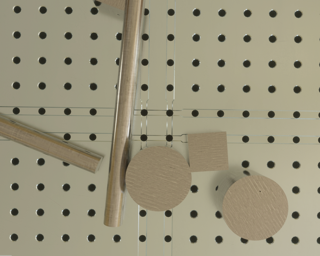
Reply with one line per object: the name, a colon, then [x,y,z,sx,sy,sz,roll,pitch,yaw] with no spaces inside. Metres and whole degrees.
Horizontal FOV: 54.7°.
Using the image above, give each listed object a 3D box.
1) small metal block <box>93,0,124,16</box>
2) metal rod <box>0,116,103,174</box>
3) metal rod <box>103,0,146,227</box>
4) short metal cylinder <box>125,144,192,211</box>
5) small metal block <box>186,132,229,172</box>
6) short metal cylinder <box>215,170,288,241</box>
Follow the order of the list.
small metal block: [-0.056,-0.182,0.413,0.050,0.025,0.050,21,90,0]
metal rod: [-0.221,-0.006,0.411,0.301,0.025,0.025,22,90,0]
metal rod: [-0.046,-0.021,0.400,0.025,0.025,0.298,6,95,0]
short metal cylinder: [-0.002,0.061,0.401,0.081,0.050,0.079,0,90,0]
small metal block: [0.063,0.031,0.414,0.050,0.025,0.050,-4,90,0]
short metal cylinder: [0.116,0.097,0.402,0.081,0.050,0.079,0,90,0]
